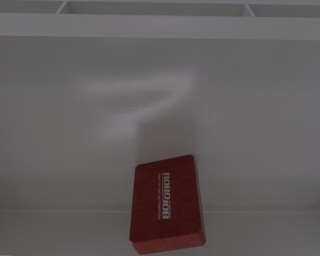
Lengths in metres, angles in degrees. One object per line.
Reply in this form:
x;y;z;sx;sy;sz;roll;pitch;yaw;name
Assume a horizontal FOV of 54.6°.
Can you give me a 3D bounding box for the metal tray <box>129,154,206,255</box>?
0.010;0.100;0.425;0.090;0.130;0.030;-12;129;10;metal tray
